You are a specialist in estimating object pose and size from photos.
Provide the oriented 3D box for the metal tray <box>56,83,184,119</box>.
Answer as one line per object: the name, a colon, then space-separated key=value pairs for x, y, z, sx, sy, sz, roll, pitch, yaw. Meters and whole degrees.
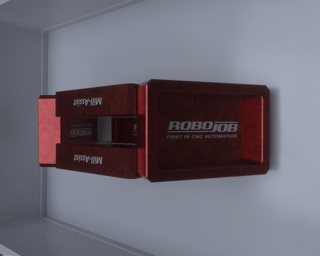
metal tray: x=-0.048 y=-0.027 z=0.362 sx=0.130 sy=0.091 sz=0.030 roll=1 pitch=90 yaw=40

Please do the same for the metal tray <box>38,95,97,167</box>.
metal tray: x=-0.126 y=0.003 z=0.443 sx=0.030 sy=0.130 sz=0.089 roll=0 pitch=91 yaw=8

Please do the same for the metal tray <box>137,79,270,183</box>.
metal tray: x=0.044 y=0.002 z=0.301 sx=0.030 sy=0.131 sz=0.089 roll=-179 pitch=88 yaw=-69

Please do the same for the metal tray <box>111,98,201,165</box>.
metal tray: x=-0.009 y=0.003 z=0.410 sx=0.130 sy=0.030 sz=0.089 roll=0 pitch=90 yaw=39

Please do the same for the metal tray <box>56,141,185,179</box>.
metal tray: x=-0.048 y=0.033 z=0.363 sx=0.130 sy=0.091 sz=0.030 roll=0 pitch=90 yaw=39
